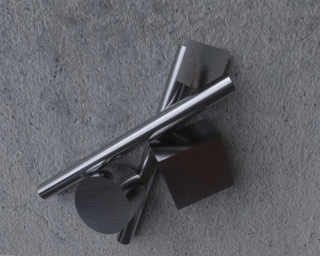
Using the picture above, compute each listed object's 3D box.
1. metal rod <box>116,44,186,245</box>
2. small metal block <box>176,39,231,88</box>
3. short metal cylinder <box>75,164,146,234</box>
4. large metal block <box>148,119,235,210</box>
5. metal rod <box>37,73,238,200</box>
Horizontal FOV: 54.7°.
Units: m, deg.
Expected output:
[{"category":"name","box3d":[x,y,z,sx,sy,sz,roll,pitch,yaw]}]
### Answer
[{"category":"metal rod","box3d":[-0.010,0.035,0.423,0.025,0.025,0.298,16,109,-6]},{"category":"small metal block","box3d":[0.052,-0.075,0.371,0.050,0.025,0.050,-1,116,-43]},{"category":"short metal cylinder","box3d":[-0.066,0.094,0.418,0.080,0.050,0.079,5,104,19]},{"category":"large metal block","box3d":[0.041,0.046,0.399,0.080,0.050,0.080,-23,118,-5]},{"category":"metal rod","box3d":[-0.041,0.019,0.399,0.300,0.025,0.025,-30,108,17]}]
